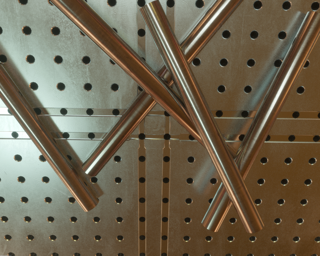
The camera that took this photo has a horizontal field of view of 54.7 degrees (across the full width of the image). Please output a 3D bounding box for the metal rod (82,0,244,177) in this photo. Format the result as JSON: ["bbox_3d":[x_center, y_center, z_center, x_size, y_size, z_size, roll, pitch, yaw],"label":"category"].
[{"bbox_3d":[-0.004,-0.050,0.394,0.025,0.025,0.299,37,105,-13],"label":"metal rod"}]

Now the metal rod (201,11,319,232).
[{"bbox_3d":[0.128,0.001,0.396,0.025,0.025,0.298,22,101,-8],"label":"metal rod"}]

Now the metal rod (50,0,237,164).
[{"bbox_3d":[0.001,-0.043,0.369,0.025,0.025,0.300,-42,116,13],"label":"metal rod"}]

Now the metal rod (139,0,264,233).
[{"bbox_3d":[0.054,-0.006,0.371,0.025,0.025,0.299,-25,99,8],"label":"metal rod"}]

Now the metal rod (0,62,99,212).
[{"bbox_3d":[-0.171,-0.009,0.407,0.025,0.025,0.299,-27,108,9],"label":"metal rod"}]
